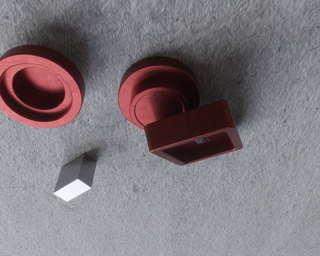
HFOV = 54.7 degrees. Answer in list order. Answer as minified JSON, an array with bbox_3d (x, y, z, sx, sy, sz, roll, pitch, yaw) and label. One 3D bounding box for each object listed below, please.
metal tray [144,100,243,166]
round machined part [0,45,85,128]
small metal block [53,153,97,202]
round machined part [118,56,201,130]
[{"bbox_3d":[0.047,0.012,0.371,0.090,0.030,0.130,-18,162,14],"label":"metal tray"},{"bbox_3d":[-0.135,-0.050,0.352,0.099,0.042,0.097,-1,130,0],"label":"round machined part"},{"bbox_3d":[-0.122,0.071,0.450,0.050,0.050,0.025,-31,124,23],"label":"small metal block"},{"bbox_3d":[-0.001,-0.032,0.369,0.099,0.042,0.097,-1,130,0],"label":"round machined part"}]
